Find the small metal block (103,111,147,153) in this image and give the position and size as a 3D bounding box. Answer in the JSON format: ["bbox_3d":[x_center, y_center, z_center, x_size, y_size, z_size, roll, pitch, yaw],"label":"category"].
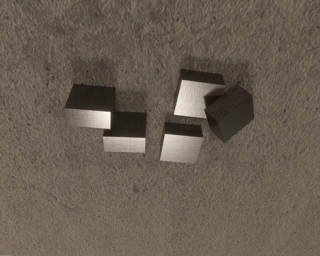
[{"bbox_3d":[-0.043,0.004,0.394,0.050,0.050,0.025,2,130,-2],"label":"small metal block"}]

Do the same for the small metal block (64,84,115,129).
[{"bbox_3d":[-0.081,-0.026,0.367,0.050,0.050,0.025,5,130,-5],"label":"small metal block"}]

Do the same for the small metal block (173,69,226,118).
[{"bbox_3d":[0.046,-0.040,0.374,0.050,0.025,0.050,6,130,-6],"label":"small metal block"}]

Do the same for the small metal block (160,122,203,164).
[{"bbox_3d":[0.028,0.021,0.425,0.050,0.025,0.050,5,130,-5],"label":"small metal block"}]

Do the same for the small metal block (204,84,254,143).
[{"bbox_3d":[0.085,-0.017,0.372,0.050,0.025,0.050,-38,145,-6],"label":"small metal block"}]
